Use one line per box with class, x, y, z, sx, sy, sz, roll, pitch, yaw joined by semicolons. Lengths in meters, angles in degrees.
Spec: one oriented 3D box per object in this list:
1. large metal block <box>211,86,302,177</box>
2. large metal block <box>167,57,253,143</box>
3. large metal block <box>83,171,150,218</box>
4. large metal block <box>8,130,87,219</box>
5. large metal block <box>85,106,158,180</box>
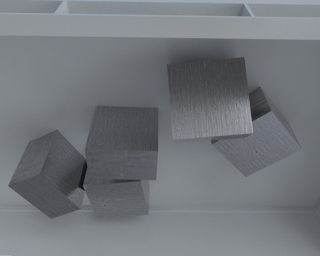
large metal block;0.120;0.007;0.400;0.080;0.050;0.080;-33;123;25
large metal block;0.052;-0.028;0.341;0.080;0.080;0.050;-5;172;4
large metal block;-0.062;0.090;0.468;0.080;0.050;0.080;-5;130;4
large metal block;-0.145;0.064;0.426;0.050;0.080;0.080;-21;127;17
large metal block;-0.044;0.017;0.387;0.081;0.080;0.050;2;130;-2
